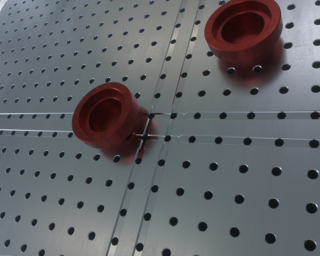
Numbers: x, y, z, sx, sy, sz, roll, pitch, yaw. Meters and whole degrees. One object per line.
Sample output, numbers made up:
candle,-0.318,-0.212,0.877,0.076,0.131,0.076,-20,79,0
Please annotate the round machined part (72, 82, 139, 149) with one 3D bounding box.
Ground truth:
round machined part,-0.073,-0.014,0.446,0.098,0.042,0.098,-13,56,21

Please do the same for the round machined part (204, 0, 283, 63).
round machined part,0.113,-0.127,0.417,0.098,0.042,0.098,-13,56,21
